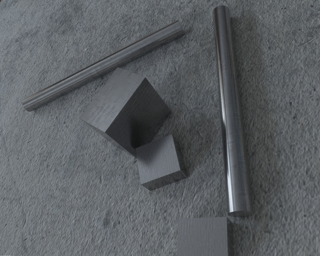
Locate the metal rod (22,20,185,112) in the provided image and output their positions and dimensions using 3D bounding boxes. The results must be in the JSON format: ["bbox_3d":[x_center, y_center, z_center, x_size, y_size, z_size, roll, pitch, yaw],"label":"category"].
[{"bbox_3d":[-0.101,-0.098,0.514,0.301,0.025,0.025,-23,53,13],"label":"metal rod"}]

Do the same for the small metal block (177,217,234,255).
[{"bbox_3d":[0.045,0.117,0.307,0.050,0.025,0.050,-9,58,23],"label":"small metal block"}]

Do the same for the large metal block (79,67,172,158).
[{"bbox_3d":[-0.041,-0.017,0.399,0.050,0.080,0.080,26,76,36],"label":"large metal block"}]

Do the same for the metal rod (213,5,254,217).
[{"bbox_3d":[0.086,-0.043,0.384,0.025,0.025,0.299,-11,57,22],"label":"metal rod"}]

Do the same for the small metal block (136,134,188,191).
[{"bbox_3d":[0.001,0.042,0.376,0.050,0.025,0.050,-22,54,14],"label":"small metal block"}]
